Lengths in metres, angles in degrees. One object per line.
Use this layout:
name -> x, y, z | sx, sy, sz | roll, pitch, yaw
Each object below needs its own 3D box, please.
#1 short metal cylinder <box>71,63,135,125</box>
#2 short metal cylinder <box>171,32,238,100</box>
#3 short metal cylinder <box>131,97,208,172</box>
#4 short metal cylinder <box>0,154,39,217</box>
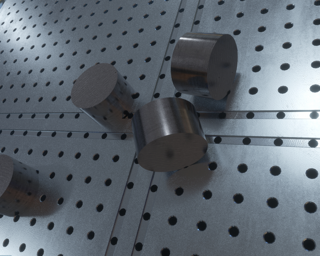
short metal cylinder -> -0.086, -0.051, 0.468 | 0.080, 0.050, 0.080 | -13, 56, 21
short metal cylinder -> 0.057, -0.079, 0.391 | 0.050, 0.080, 0.080 | 16, 70, 34
short metal cylinder -> 0.010, 0.010, 0.362 | 0.080, 0.080, 0.050 | -24, 53, 14
short metal cylinder -> -0.230, 0.086, 0.460 | 0.080, 0.050, 0.080 | -13, 56, 21
